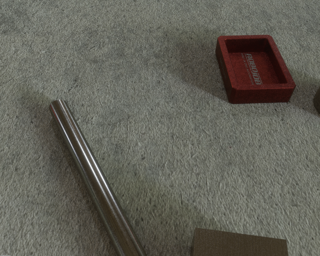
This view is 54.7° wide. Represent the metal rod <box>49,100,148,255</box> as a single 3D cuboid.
[{"bbox_3d":[-0.066,0.071,0.342,0.025,0.025,0.300,-23,54,-19],"label":"metal rod"}]

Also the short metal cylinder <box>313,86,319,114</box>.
[{"bbox_3d":[0.264,-0.046,0.430,0.081,0.050,0.080,0,50,0],"label":"short metal cylinder"}]

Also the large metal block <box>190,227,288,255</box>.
[{"bbox_3d":[0.066,0.140,0.270,0.080,0.050,0.080,6,50,5],"label":"large metal block"}]

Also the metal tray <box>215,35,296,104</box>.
[{"bbox_3d":[0.143,-0.095,0.481,0.091,0.030,0.130,-2,50,-2],"label":"metal tray"}]
